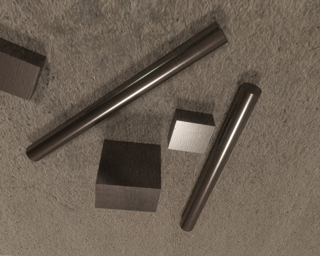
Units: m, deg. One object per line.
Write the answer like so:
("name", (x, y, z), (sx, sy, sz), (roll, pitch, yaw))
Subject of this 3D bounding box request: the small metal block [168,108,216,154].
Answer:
("small metal block", (0.040, 0.005, 0.412), (0.050, 0.025, 0.050), (9, 130, -8))

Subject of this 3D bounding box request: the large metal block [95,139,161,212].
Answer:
("large metal block", (-0.042, 0.065, 0.426), (0.081, 0.080, 0.050), (6, 130, -6))

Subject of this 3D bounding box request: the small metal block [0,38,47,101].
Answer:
("small metal block", (-0.163, -0.065, 0.349), (0.050, 0.025, 0.050), (21, 127, -18))

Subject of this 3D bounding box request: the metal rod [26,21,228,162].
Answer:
("metal rod", (-0.056, -0.032, 0.378), (0.300, 0.025, 0.025), (-29, 125, 22))

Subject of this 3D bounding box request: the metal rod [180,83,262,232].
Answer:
("metal rod", (0.079, 0.064, 0.463), (0.025, 0.025, 0.298), (9, 130, -8))
